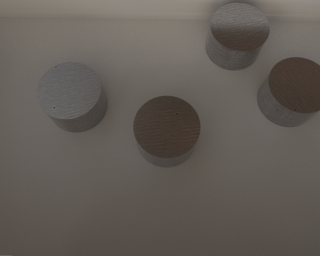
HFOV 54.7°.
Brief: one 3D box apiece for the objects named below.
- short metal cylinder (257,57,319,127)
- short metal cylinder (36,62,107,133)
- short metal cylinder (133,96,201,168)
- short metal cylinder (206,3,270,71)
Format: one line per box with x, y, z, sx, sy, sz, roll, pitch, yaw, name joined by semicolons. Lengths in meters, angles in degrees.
0.178;-0.047;0.414;0.081;0.050;0.080;0;70;0;short metal cylinder
-0.114;-0.040;0.410;0.081;0.050;0.080;0;70;0;short metal cylinder
0.008;0.006;0.394;0.081;0.050;0.080;0;70;0;short metal cylinder
0.109;-0.130;0.444;0.081;0.050;0.080;0;70;0;short metal cylinder
